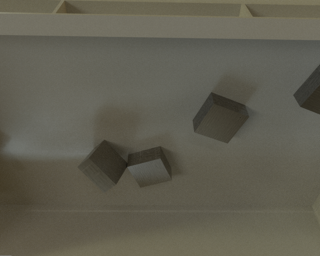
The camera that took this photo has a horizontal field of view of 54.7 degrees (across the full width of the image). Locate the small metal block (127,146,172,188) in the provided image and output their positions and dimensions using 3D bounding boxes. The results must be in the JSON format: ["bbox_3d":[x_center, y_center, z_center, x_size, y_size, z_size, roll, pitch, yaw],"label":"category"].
[{"bbox_3d":[-0.015,0.058,0.459,0.050,0.025,0.050,-16,129,12],"label":"small metal block"}]

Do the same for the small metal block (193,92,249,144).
[{"bbox_3d":[0.077,-0.012,0.400,0.050,0.025,0.050,18,128,-16],"label":"small metal block"}]

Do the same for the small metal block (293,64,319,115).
[{"bbox_3d":[0.202,-0.044,0.375,0.050,0.025,0.050,18,128,-16],"label":"small metal block"}]

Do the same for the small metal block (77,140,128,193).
[{"bbox_3d":[-0.077,0.052,0.427,0.025,0.050,0.050,-38,101,27],"label":"small metal block"}]
